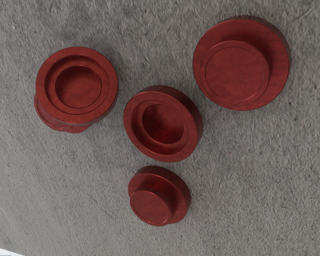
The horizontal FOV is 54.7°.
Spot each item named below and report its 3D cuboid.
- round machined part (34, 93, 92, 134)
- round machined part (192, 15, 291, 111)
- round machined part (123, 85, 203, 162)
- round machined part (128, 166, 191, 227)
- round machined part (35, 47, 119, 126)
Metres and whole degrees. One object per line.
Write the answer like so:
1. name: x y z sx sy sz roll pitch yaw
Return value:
1. round machined part: -0.142 -0.034 0.450 0.098 0.042 0.097 13 124 21
2. round machined part: 0.079 -0.061 0.316 0.098 0.042 0.097 13 124 21
3. round machined part: 0.007 -0.009 0.387 0.098 0.042 0.097 13 124 21
4. round machined part: -0.006 0.109 0.466 0.098 0.042 0.097 13 124 21
5. round machined part: -0.102 -0.050 0.396 0.098 0.098 0.042 39 169 2
